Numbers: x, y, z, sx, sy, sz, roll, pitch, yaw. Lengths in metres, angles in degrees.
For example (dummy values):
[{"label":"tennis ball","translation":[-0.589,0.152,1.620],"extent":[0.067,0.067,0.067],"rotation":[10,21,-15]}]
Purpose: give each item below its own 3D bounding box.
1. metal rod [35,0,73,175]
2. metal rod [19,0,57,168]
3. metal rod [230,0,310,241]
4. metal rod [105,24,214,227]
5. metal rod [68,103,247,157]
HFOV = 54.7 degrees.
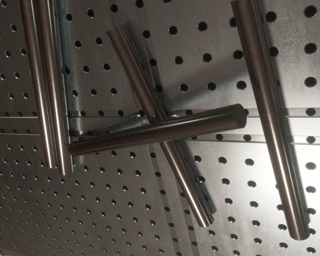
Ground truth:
[{"label":"metal rod","translation":[-0.152,-0.049,0.458],"extent":[0.025,0.025,0.298],"rotation":[18,125,18]},{"label":"metal rod","translation":[-0.177,-0.061,0.464],"extent":[0.025,0.025,0.298],"rotation":[18,126,17]},{"label":"metal rod","translation":[0.130,0.006,0.346],"extent":[0.025,0.025,0.298],"rotation":[-8,115,31]},{"label":"metal rod","translation":[0.008,0.010,0.411],"extent":[0.025,0.025,0.299],"rotation":[-13,112,33]},{"label":"metal rod","translation":[-0.030,0.011,0.403],"extent":[0.300,0.025,0.025],"rotation":[-12,113,42]}]
